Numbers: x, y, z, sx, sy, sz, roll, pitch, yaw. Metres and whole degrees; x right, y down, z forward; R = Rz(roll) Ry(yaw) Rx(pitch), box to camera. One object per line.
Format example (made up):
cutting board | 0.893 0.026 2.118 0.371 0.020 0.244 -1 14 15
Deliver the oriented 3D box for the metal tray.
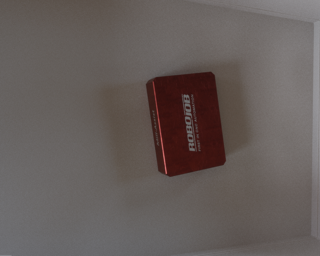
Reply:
metal tray | 0.036 -0.007 0.423 0.091 0.030 0.129 -9 93 -20
